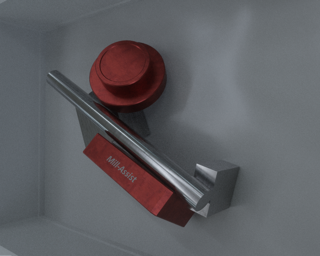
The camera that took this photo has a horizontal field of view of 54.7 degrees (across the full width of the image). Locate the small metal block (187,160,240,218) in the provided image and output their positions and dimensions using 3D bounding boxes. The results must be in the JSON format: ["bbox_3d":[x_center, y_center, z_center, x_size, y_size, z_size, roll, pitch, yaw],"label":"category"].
[{"bbox_3d":[0.059,0.064,0.339,0.025,0.050,0.050,19,102,38],"label":"small metal block"}]

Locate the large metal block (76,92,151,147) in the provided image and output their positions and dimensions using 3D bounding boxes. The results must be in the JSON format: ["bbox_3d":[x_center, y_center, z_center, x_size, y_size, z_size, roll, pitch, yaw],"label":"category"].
[{"bbox_3d":[-0.070,-0.013,0.443,0.080,0.050,0.080,-28,73,36],"label":"large metal block"}]

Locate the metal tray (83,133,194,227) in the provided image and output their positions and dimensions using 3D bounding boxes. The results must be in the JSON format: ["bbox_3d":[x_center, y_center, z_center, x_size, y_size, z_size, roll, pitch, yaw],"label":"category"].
[{"bbox_3d":[-0.024,0.062,0.376,0.130,0.090,0.030,33,83,34],"label":"metal tray"}]

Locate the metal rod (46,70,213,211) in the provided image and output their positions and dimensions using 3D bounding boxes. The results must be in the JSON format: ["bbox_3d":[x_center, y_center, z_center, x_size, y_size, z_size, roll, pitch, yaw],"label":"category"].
[{"bbox_3d":[-0.058,-0.002,0.384,0.300,0.025,0.025,36,112,33],"label":"metal rod"}]

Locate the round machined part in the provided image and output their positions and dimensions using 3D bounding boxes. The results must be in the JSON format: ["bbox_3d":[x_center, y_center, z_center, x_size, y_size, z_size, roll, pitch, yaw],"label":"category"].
[{"bbox_3d":[-0.043,-0.072,0.393,0.099,0.042,0.098,-3,65,7],"label":"round machined part"}]
